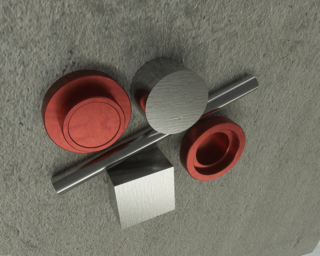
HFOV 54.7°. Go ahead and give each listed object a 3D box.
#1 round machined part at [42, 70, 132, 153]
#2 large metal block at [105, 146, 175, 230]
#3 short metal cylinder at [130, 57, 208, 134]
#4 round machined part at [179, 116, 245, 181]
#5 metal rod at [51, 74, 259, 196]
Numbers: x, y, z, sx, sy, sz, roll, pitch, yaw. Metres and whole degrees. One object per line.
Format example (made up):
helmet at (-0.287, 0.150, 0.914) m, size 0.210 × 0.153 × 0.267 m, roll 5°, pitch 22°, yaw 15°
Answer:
round machined part at (-0.078, -0.012, 0.347) m, size 0.099 × 0.042 × 0.097 m, roll -14°, pitch 124°, yaw -21°
large metal block at (-0.027, 0.082, 0.429) m, size 0.081 × 0.050 × 0.079 m, roll -16°, pitch 125°, yaw -19°
short metal cylinder at (0.010, -0.039, 0.373) m, size 0.081 × 0.050 × 0.079 m, roll -14°, pitch 124°, yaw -21°
round machined part at (0.072, 0.025, 0.452) m, size 0.099 × 0.042 × 0.097 m, roll -14°, pitch 124°, yaw -21°
metal rod at (0.002, 0.004, 0.413) m, size 0.302 × 0.025 × 0.025 m, roll -28°, pitch 128°, yaw -11°
